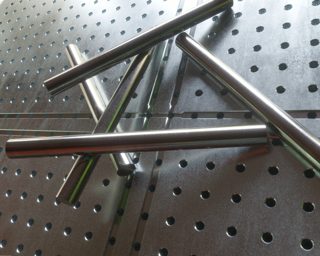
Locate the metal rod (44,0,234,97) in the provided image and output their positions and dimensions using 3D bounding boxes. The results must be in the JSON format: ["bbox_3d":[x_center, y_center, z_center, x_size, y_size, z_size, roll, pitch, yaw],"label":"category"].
[{"bbox_3d":[-0.026,-0.126,0.457,0.301,0.025,0.025,-28,51,-6],"label":"metal rod"}]

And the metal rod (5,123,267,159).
[{"bbox_3d":[-0.033,0.016,0.362,0.302,0.025,0.025,-4,59,7],"label":"metal rod"}]

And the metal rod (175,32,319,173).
[{"bbox_3d":[0.105,-0.042,0.377,0.025,0.025,0.300,-39,51,2],"label":"metal rod"}]

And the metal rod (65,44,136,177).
[{"bbox_3d":[-0.104,-0.046,0.489,0.025,0.025,0.300,-35,51,5],"label":"metal rod"}]

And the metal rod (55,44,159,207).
[{"bbox_3d":[-0.058,-0.034,0.432,0.025,0.025,0.300,5,56,30],"label":"metal rod"}]
